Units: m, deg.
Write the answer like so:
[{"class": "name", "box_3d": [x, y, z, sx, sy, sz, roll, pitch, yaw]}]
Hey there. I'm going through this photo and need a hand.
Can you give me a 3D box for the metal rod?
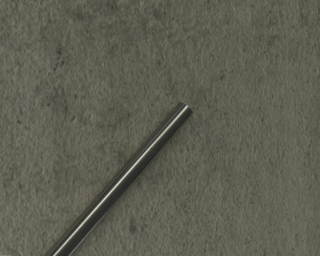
[{"class": "metal rod", "box_3d": [-0.061, 0.083, 0.387, 0.025, 0.025, 0.300, 45, 76, -15]}]
